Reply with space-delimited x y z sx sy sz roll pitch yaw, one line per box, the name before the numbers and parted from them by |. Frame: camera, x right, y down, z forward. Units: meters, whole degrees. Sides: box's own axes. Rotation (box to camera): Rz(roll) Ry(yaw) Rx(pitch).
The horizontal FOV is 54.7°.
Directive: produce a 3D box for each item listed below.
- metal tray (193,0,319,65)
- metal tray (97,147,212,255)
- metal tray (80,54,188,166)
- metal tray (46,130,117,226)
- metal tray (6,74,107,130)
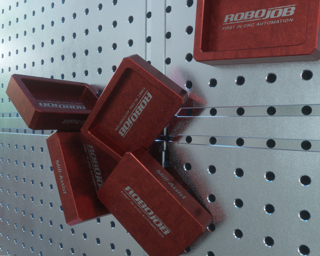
metal tray | 0.099 -0.115 0.322 0.130 0.030 0.089 6 94 39
metal tray | -0.011 0.099 0.393 0.130 0.030 0.090 44 117 14
metal tray | -0.036 -0.019 0.407 0.090 0.030 0.129 37 116 1
metal tray | -0.104 0.065 0.449 0.030 0.091 0.129 -31 71 36
metal tray | -0.142 -0.036 0.455 0.090 0.131 0.030 45 117 30
